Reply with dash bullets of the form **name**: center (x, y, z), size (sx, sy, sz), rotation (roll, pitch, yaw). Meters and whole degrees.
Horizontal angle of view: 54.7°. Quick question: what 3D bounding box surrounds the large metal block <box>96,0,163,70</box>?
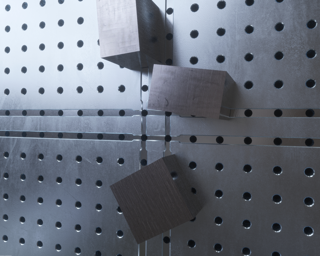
- **large metal block**: center (-0.036, -0.125, 0.395), size (0.050, 0.080, 0.080), rotation (-5, 88, 20)

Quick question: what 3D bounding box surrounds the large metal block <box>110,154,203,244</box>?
- **large metal block**: center (-0.004, 0.089, 0.400), size (0.080, 0.050, 0.080), rotation (-30, 80, 17)

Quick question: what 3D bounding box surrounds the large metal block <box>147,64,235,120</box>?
- **large metal block**: center (0.041, -0.040, 0.369), size (0.080, 0.080, 0.050), rotation (10, 93, 19)
